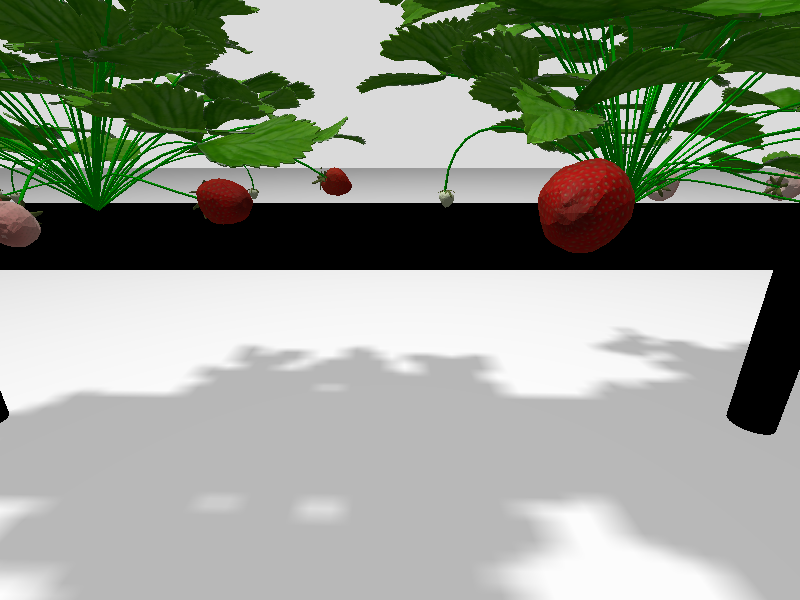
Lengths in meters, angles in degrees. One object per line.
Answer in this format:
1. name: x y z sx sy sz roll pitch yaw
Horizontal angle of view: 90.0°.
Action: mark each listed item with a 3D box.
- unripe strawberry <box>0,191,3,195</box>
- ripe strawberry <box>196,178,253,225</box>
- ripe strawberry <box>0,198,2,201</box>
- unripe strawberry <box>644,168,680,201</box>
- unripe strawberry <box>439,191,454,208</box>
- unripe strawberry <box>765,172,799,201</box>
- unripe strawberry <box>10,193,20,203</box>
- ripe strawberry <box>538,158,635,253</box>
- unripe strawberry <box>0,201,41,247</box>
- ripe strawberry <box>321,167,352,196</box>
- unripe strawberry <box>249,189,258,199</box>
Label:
1. unripe strawberry: -0.394 -0.101 0.390 0.011 0.012 0.011 7 21 20
2. ripe strawberry: -0.112 -0.064 0.261 0.034 0.029 0.034 11 23 27
3. ripe strawberry: -0.243 -0.051 0.211 0.042 0.045 0.045 -2 20 -7
4. unripe strawberry: 0.278 -0.123 0.426 0.032 0.034 0.035 18 26 41
5. unripe strawberry: 0.033 -0.072 0.287 0.010 0.011 0.011 -7 21 -18
6. unripe strawberry: 0.396 -0.116 0.410 0.029 0.028 0.031 -7 21 -19
7. unripe strawberry: -0.371 -0.099 0.387 0.010 0.010 0.009 8 21 22
8. ripe strawberry: 0.085 -0.043 0.189 0.042 0.044 0.046 13 24 31
9. unripe strawberry: -0.190 -0.036 0.195 0.020 0.022 0.021 -9 39 -23
10. ripe strawberry: -0.071 -0.133 0.453 0.035 0.030 0.035 11 10 -36
11. unripe strawberry: -0.156 -0.113 0.427 0.010 0.010 0.011 -16 25 -38
